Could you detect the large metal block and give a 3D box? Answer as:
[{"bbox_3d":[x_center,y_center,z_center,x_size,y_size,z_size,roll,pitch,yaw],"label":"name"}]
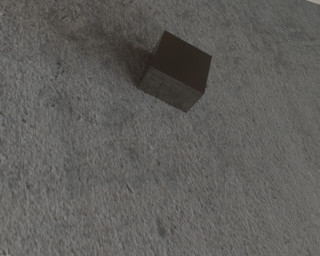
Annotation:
[{"bbox_3d":[0.023,-0.081,0.449,0.080,0.050,0.080,26,53,-12],"label":"large metal block"}]
